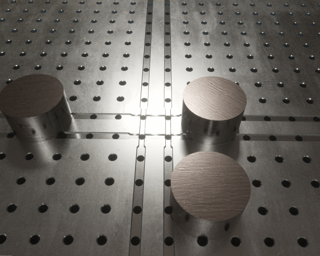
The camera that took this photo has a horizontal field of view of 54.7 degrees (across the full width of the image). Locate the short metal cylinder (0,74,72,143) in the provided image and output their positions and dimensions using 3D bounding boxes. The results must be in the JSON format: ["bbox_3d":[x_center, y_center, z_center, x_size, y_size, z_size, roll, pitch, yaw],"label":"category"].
[{"bbox_3d":[-0.163,-0.027,0.412,0.081,0.050,0.080,0,50,0],"label":"short metal cylinder"}]

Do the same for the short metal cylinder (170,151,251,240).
[{"bbox_3d":[0.051,0.072,0.332,0.081,0.050,0.080,1,50,0],"label":"short metal cylinder"}]

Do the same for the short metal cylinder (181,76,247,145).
[{"bbox_3d":[0.070,-0.024,0.412,0.081,0.050,0.080,0,50,0],"label":"short metal cylinder"}]
